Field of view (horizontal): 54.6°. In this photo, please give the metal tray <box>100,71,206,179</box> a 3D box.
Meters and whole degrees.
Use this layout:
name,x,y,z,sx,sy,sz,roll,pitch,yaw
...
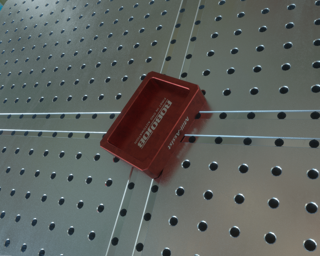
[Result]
name,x,y,z,sx,sy,sz,roll,pitch,yaw
metal tray,-0.010,-0.009,0.416,0.090,0.030,0.130,24,75,36
